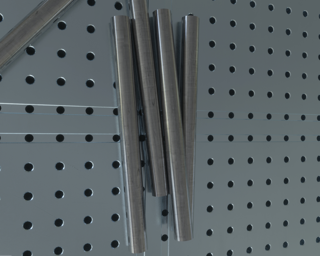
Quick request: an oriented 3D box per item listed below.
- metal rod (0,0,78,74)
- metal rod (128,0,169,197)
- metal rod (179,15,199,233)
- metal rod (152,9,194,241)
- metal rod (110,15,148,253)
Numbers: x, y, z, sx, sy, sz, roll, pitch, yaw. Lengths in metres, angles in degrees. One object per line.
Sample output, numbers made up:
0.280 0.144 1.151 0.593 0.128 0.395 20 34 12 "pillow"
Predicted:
-0.134 -0.133 0.363 0.025 0.025 0.300 44 76 -15 "metal rod"
-0.016 -0.060 0.407 0.025 0.025 0.298 -8 93 -20 "metal rod"
0.038 -0.002 0.427 0.025 0.025 0.298 2 89 -20 "metal rod"
0.017 -0.006 0.407 0.025 0.025 0.298 -4 87 -20 "metal rod"
-0.039 0.009 0.398 0.025 0.025 0.298 -5 92 -20 "metal rod"
